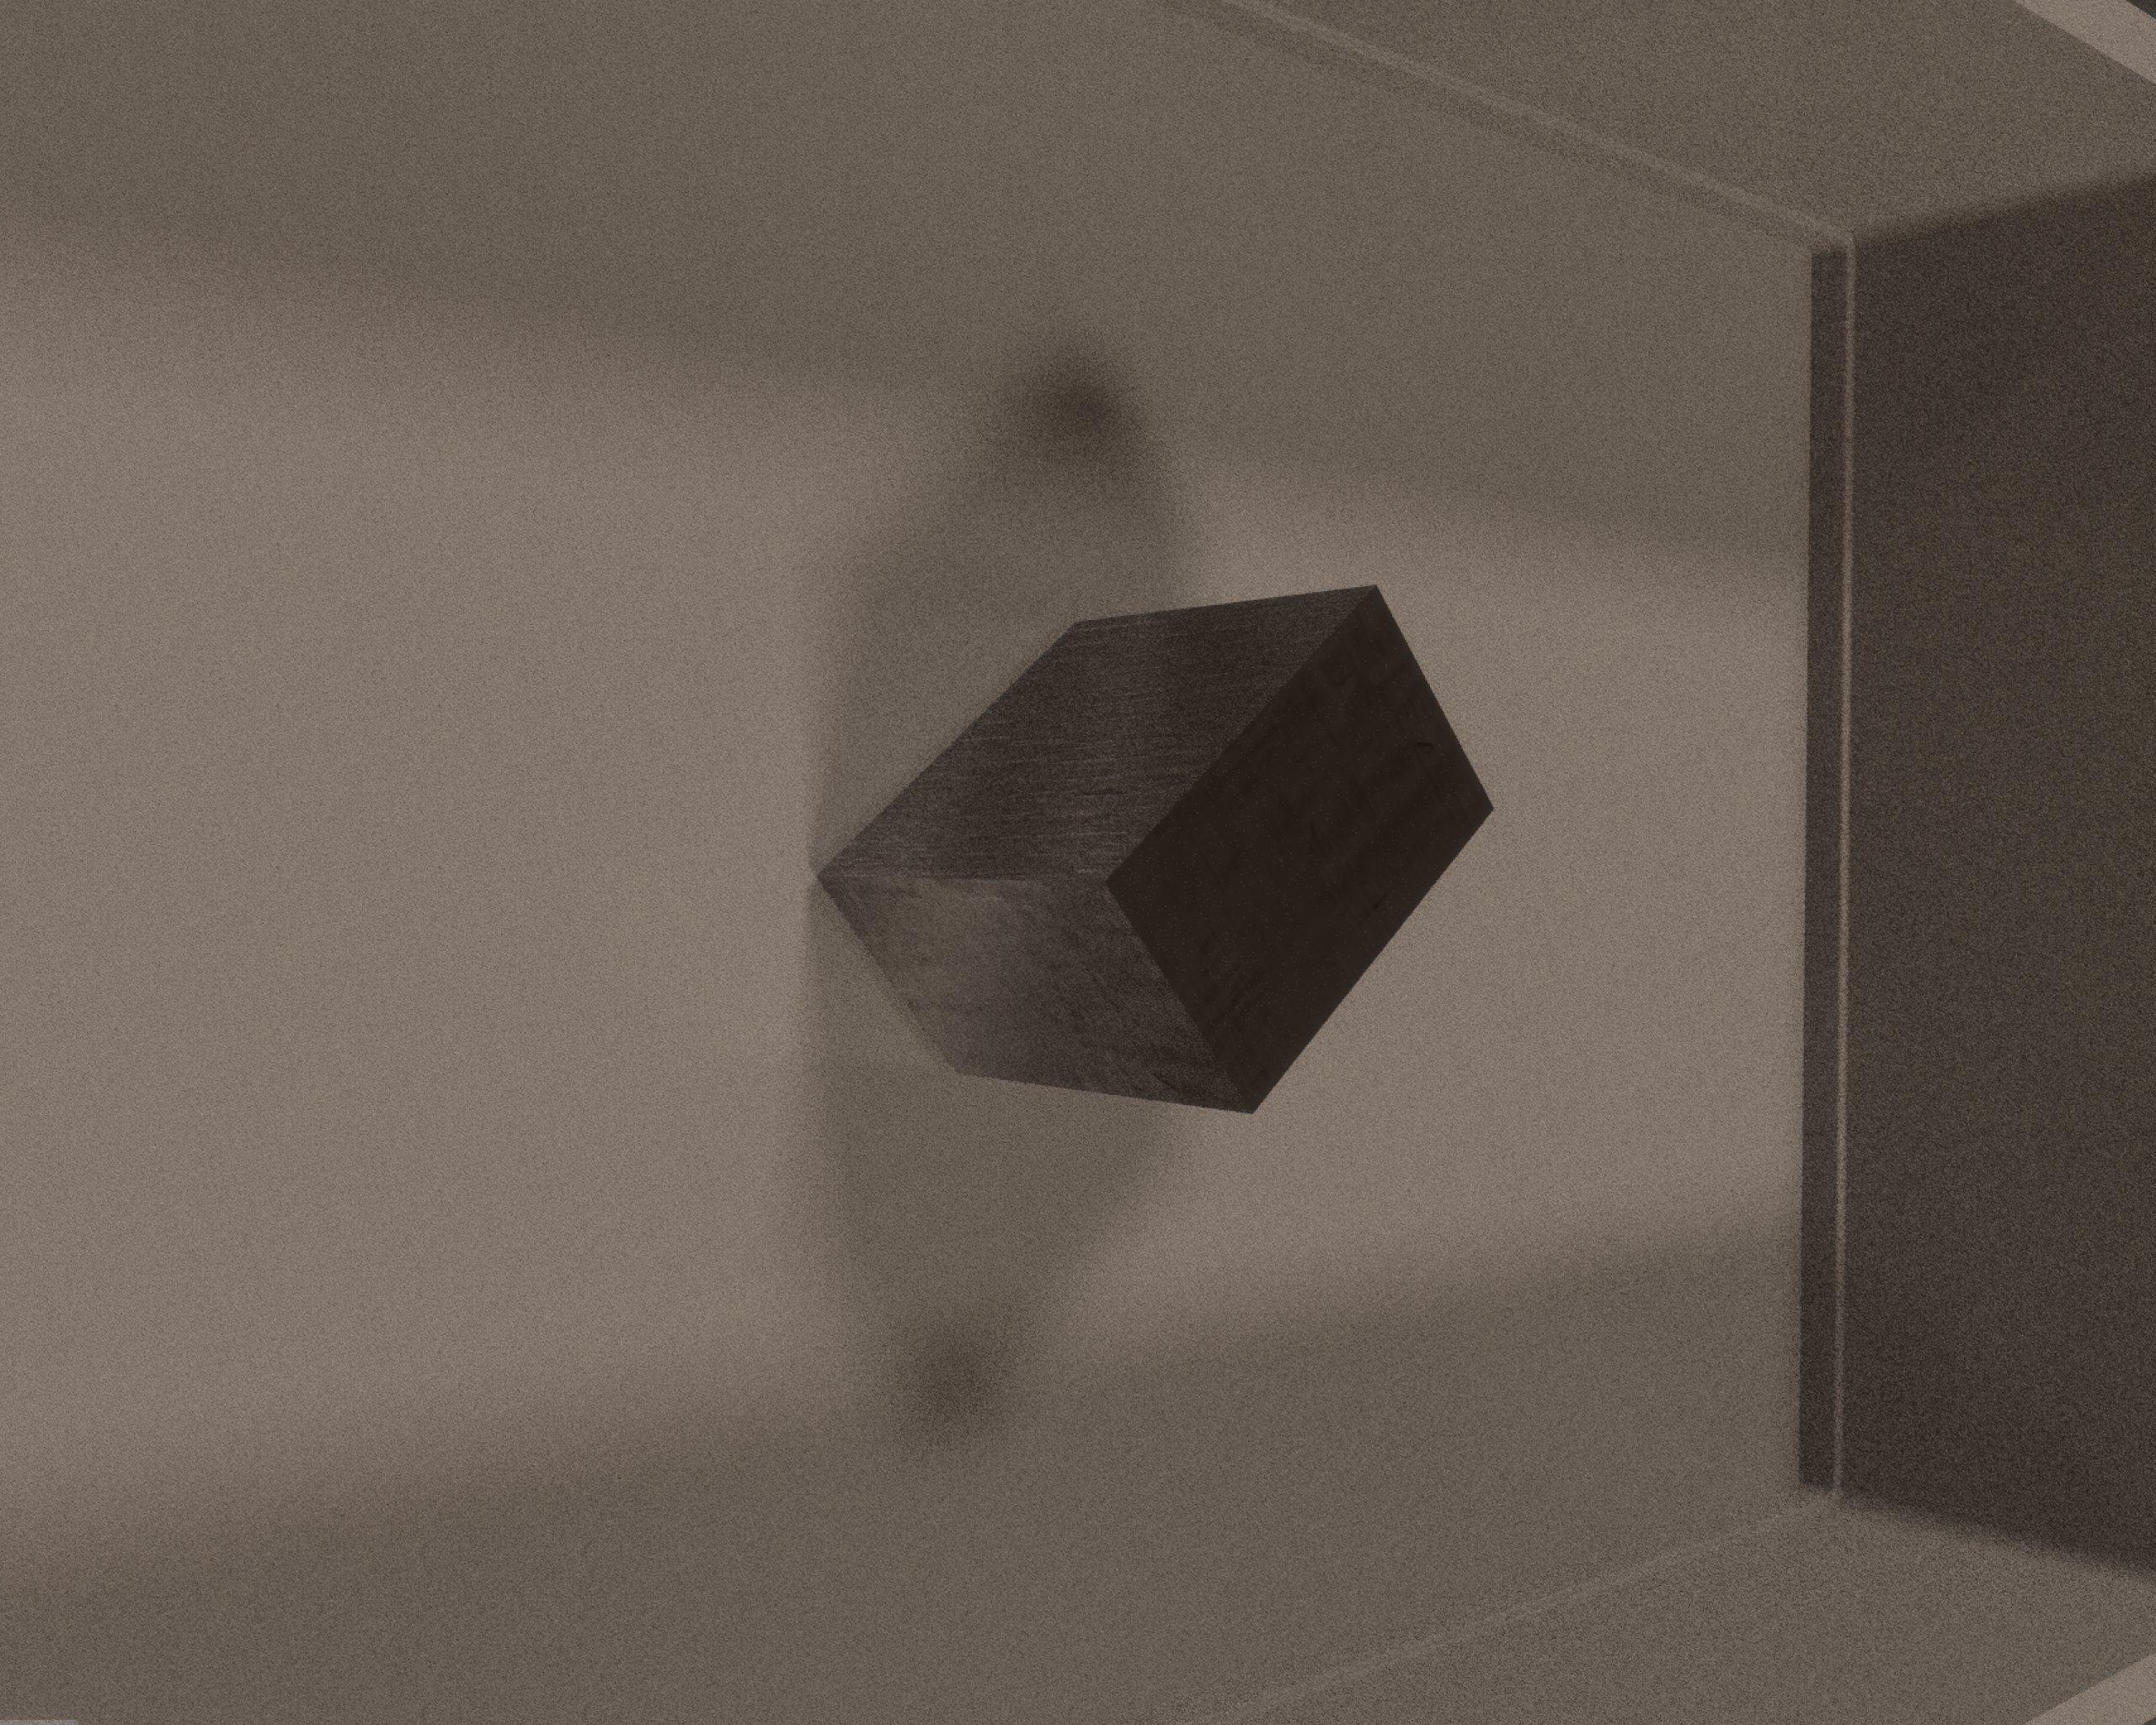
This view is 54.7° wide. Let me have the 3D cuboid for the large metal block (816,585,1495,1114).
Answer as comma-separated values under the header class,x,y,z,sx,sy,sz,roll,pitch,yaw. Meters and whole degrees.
class,x,y,z,sx,sy,sz,roll,pitch,yaw
large metal block,0.014,-0.004,0.381,0.080,0.080,0.050,-47,119,-30
